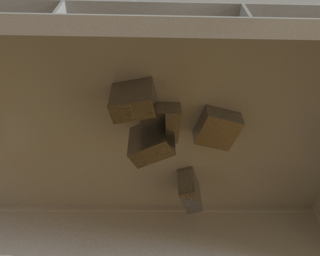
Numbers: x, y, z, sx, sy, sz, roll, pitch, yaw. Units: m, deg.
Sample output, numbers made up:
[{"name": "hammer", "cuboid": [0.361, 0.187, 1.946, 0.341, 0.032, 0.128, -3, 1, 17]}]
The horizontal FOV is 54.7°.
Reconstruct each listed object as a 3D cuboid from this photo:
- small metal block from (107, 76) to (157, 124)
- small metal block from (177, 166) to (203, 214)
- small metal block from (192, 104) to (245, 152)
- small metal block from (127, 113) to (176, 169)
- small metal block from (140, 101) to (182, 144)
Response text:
[{"name": "small metal block", "cuboid": [-0.031, -0.033, 0.364, 0.050, 0.050, 0.025, -9, 130, 7]}, {"name": "small metal block", "cuboid": [0.045, 0.095, 0.475, 0.025, 0.050, 0.050, -14, 129, 11]}, {"name": "small metal block", "cuboid": [0.076, 0.001, 0.411, 0.050, 0.025, 0.050, 13, 129, -11]}, {"name": "small metal block", "cuboid": [-0.010, 0.016, 0.373, 0.050, 0.050, 0.025, -22, 127, 17]}, {"name": "small metal block", "cuboid": [0.000, -0.007, 0.403, 0.050, 0.025, 0.050, 2, 130, -3]}]
